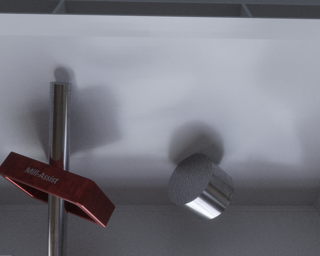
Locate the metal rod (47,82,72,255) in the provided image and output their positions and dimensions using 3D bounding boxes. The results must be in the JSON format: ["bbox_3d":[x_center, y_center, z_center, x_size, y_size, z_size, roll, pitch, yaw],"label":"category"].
[{"bbox_3d":[-0.132,0.090,0.403,0.025,0.025,0.298,5,105,-5],"label":"metal rod"}]

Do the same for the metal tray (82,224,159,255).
[{"bbox_3d":[-0.078,0.237,0.608,0.131,0.030,0.089,17,128,-14],"label":"metal tray"}]

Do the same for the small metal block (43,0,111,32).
[{"bbox_3d":[-0.076,-0.114,0.295,0.050,0.050,0.025,1,130,-1],"label":"small metal block"}]

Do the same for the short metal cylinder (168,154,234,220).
[{"bbox_3d":[0.058,0.084,0.445,0.080,0.080,0.050,-36,122,26],"label":"short metal cylinder"}]

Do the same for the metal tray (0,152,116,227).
[{"bbox_3d":[-0.131,0.080,0.400,0.130,0.030,0.090,15,151,20],"label":"metal tray"}]
